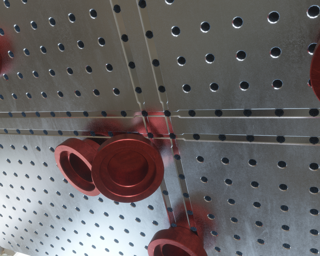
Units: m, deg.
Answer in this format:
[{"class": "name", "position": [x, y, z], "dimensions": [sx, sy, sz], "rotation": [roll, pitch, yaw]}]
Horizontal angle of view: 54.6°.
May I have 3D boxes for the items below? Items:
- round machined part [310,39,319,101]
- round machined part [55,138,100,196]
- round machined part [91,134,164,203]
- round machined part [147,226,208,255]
[{"class": "round machined part", "position": [0.185, -0.056, 0.268], "dimensions": [0.098, 0.042, 0.097], "rotation": [13, 124, 21]}, {"class": "round machined part", "position": [-0.116, 0.056, 0.490], "dimensions": [0.098, 0.042, 0.097], "rotation": [21, 132, 26]}, {"class": "round machined part", "position": [-0.045, 0.053, 0.439], "dimensions": [0.099, 0.042, 0.097], "rotation": [-2, 110, -6]}, {"class": "round machined part", "position": [0.033, 0.202, 0.508], "dimensions": [0.098, 0.042, 0.097], "rotation": [13, 124, 21]}]
